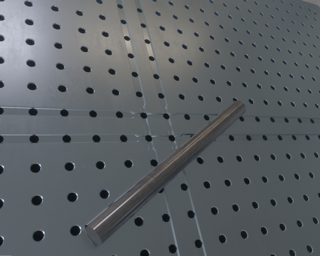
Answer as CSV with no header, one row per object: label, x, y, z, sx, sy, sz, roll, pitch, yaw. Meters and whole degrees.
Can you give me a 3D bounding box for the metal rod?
metal rod,0.030,0.037,0.400,0.025,0.025,0.302,49,51,6
